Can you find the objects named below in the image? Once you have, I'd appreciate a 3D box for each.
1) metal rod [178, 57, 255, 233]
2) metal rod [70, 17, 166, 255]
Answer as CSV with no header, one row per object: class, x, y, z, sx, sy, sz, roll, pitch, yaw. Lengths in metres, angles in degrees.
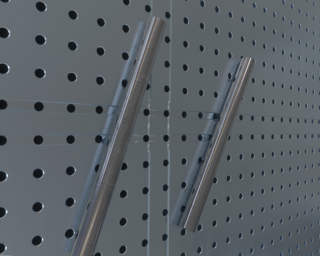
metal rod,0.095,0.015,0.489,0.025,0.025,0.300,37,67,-34
metal rod,-0.045,0.002,0.371,0.025,0.025,0.299,27,73,-37
